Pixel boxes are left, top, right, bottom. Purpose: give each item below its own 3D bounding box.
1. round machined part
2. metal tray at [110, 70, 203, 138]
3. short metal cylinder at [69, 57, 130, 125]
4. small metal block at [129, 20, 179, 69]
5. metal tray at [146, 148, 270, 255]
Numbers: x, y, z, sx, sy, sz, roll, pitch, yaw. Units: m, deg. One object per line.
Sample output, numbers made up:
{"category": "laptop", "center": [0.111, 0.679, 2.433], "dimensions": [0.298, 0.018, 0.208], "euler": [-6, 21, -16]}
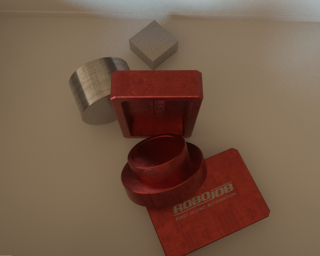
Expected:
{"category": "round machined part", "center": [0.001, 0.041, 0.356], "dimensions": [0.098, 0.042, 0.098], "euler": [-14, 27, 7]}
{"category": "metal tray", "center": [-0.003, -0.022, 0.362], "dimensions": [0.091, 0.130, 0.030], "euler": [-1, 70, -1]}
{"category": "short metal cylinder", "center": [-0.069, -0.045, 0.396], "dimensions": [0.080, 0.080, 0.050], "euler": [-22, 72, -8]}
{"category": "small metal block", "center": [-0.009, -0.121, 0.454], "dimensions": [0.050, 0.025, 0.050], "euler": [-42, 76, -14]}
{"category": "metal tray", "center": [0.052, 0.090, 0.375], "dimensions": [0.131, 0.030, 0.090], "euler": [-22, 72, -8]}
